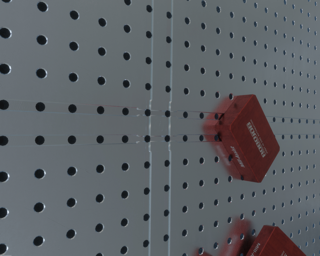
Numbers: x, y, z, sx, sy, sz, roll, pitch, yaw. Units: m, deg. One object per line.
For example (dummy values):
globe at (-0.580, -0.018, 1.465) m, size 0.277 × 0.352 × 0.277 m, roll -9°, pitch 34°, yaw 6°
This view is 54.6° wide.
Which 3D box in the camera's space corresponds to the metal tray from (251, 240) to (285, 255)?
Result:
metal tray at (0.200, 0.289, 0.572) m, size 0.091 × 0.030 × 0.129 m, roll -18°, pitch 102°, yaw -38°

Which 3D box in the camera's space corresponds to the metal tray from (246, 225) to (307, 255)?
metal tray at (0.189, 0.247, 0.534) m, size 0.090 × 0.030 × 0.130 m, roll 46°, pitch 66°, yaw -9°

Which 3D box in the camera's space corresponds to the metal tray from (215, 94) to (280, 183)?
metal tray at (0.155, 0.019, 0.534) m, size 0.090 × 0.030 × 0.130 m, roll -48°, pitch 119°, yaw -29°
